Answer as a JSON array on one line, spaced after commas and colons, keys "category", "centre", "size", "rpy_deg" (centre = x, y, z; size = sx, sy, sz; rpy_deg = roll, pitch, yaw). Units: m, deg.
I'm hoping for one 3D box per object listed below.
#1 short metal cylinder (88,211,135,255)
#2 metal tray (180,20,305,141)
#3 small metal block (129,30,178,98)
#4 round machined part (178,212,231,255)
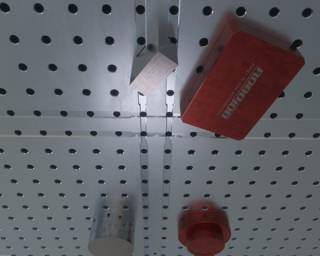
[{"category": "short metal cylinder", "centre": [-0.086, 0.196, 0.561], "size": [0.081, 0.050, 0.079], "rpy_deg": [0, 130, 0]}, {"category": "metal tray", "centre": [0.091, -0.049, 0.367], "size": [0.091, 0.030, 0.129], "rpy_deg": [18, 128, -15]}, {"category": "small metal block", "centre": [-0.007, -0.070, 0.336], "size": [0.025, 0.050, 0.050], "rpy_deg": [31, 124, -23]}, {"category": "round machined part", "centre": [0.083, 0.202, 0.574], "size": [0.099, 0.042, 0.097], "rpy_deg": [0, 130, 0]}]
